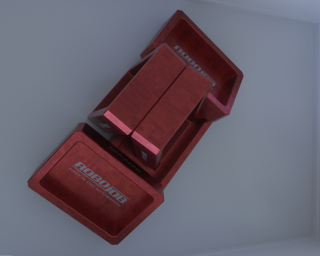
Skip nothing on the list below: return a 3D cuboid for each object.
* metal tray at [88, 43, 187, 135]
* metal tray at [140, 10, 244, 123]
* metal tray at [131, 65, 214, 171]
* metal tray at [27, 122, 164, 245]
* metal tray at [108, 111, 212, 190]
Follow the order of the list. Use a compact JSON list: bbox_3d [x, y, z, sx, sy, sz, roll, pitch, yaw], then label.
[{"bbox_3d":[-0.032,-0.037,0.341,0.030,0.130,0.090,42,77,-15],"label":"metal tray"},{"bbox_3d":[0.047,-0.081,0.406,0.130,0.030,0.090,41,52,-16],"label":"metal tray"},{"bbox_3d":[0.011,-0.003,0.345,0.030,0.130,0.090,37,77,7],"label":"metal tray"},{"bbox_3d":[-0.071,0.067,0.362,0.130,0.030,0.090,42,101,-16],"label":"metal tray"},{"bbox_3d":[0.001,0.006,0.407,0.090,0.030,0.130,41,77,-16],"label":"metal tray"}]
